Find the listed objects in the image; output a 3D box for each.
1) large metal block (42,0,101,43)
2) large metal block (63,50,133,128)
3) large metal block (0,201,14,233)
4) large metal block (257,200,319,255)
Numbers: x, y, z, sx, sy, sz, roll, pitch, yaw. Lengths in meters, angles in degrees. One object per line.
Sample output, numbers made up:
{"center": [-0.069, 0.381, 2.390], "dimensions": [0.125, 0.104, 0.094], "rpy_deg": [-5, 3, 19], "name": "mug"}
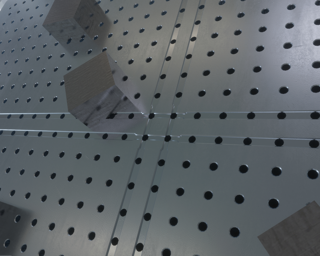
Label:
{"center": [-0.177, -0.225, 0.625], "dimensions": [0.080, 0.050, 0.080], "rpy_deg": [-1, 61, 27], "name": "large metal block"}
{"center": [-0.097, -0.060, 0.482], "dimensions": [0.080, 0.050, 0.080], "rpy_deg": [-28, 52, 10], "name": "large metal block"}
{"center": [-0.279, 0.138, 0.456], "dimensions": [0.080, 0.050, 0.080], "rpy_deg": [6, 65, 31], "name": "large metal block"}
{"center": [0.127, 0.113, 0.237], "dimensions": [0.050, 0.080, 0.080], "rpy_deg": [-35, 51, 5], "name": "large metal block"}
